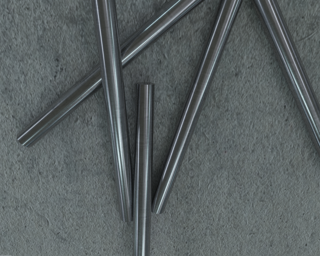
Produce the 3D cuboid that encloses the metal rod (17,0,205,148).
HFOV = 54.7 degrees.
[{"bbox_3d":[-0.064,-0.073,0.382,0.300,0.025,0.025,-37,106,12],"label":"metal rod"}]

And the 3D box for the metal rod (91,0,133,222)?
[{"bbox_3d":[-0.053,-0.002,0.389,0.025,0.025,0.298,-2,117,1],"label":"metal rod"}]

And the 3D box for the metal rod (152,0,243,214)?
[{"bbox_3d":[0.038,-0.016,0.403,0.025,0.025,0.298,16,109,-6],"label":"metal rod"}]

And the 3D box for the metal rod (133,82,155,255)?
[{"bbox_3d":[-0.024,0.088,0.427,0.025,0.025,0.298,2,105,-1],"label":"metal rod"}]

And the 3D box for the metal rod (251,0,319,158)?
[{"bbox_3d":[0.172,-0.061,0.388,0.025,0.025,0.299,-28,108,10],"label":"metal rod"}]
